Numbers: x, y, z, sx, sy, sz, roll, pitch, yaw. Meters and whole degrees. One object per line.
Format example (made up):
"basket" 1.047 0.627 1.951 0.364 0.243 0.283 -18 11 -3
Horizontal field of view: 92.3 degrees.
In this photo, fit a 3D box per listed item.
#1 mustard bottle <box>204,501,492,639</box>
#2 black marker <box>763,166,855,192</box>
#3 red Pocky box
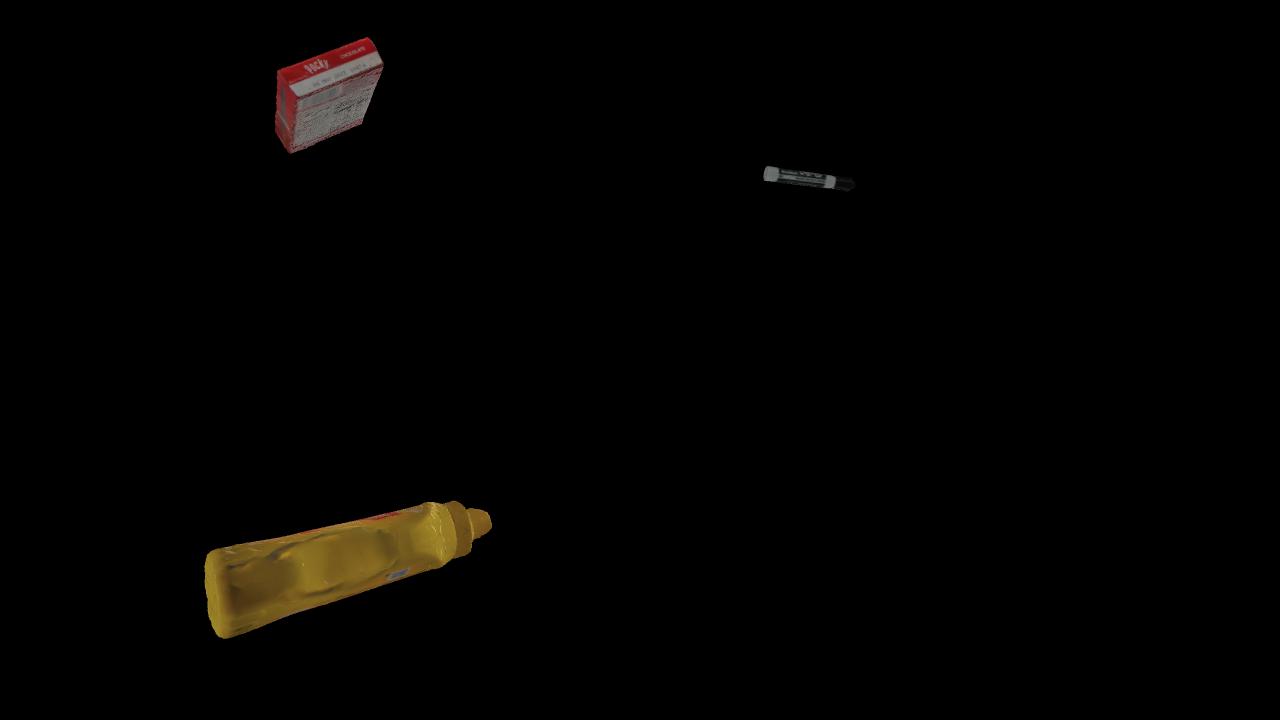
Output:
"mustard bottle" -0.190 0.136 0.431 0.184 0.054 0.092 -6 -20 -40
"black marker" 0.223 -0.237 0.807 0.121 0.020 0.020 6 -1 -5
"red Pocky box" -0.291 -0.239 0.567 0.083 0.028 0.155 -39 19 -26
